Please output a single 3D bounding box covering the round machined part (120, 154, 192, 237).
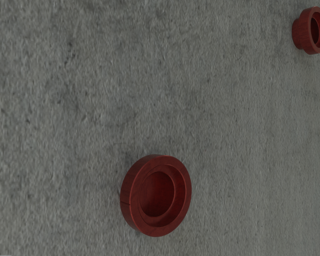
[{"bbox_3d":[-0.009,0.081,0.388,0.099,0.042,0.097,0,90,-40],"label":"round machined part"}]

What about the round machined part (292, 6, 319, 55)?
[{"bbox_3d":[0.320,-0.206,0.665,0.099,0.042,0.097,0,90,-40],"label":"round machined part"}]
